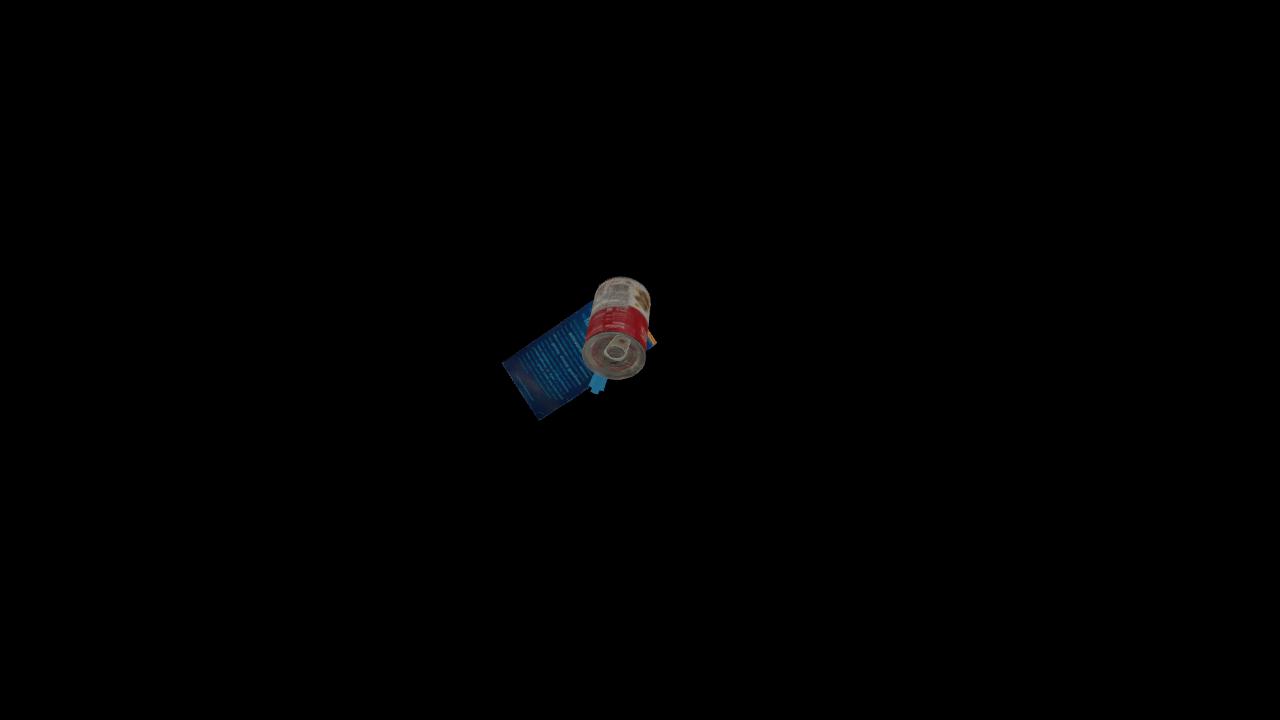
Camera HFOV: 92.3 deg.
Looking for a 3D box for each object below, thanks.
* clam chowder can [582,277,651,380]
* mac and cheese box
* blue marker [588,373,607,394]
[{"bbox_3d":[-0.024,-0.037,0.680,0.068,0.068,0.102,0,43,5],"label":"clam chowder can"},{"bbox_3d":[-0.079,-0.009,0.796,0.184,0.093,0.041,-32,0,13],"label":"mac and cheese box"},{"bbox_3d":[-0.031,-0.018,0.706,0.020,0.121,0.020,20,-7,3],"label":"blue marker"}]
